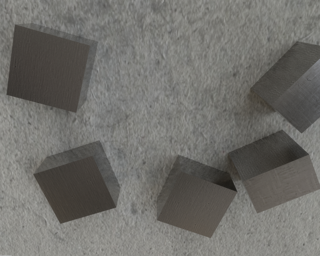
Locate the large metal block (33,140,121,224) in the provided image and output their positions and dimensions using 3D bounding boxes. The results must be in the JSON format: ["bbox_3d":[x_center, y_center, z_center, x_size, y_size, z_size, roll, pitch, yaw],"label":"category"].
[{"bbox_3d":[-0.109,0.073,0.422,0.080,0.050,0.080,-18,109,6],"label":"large metal block"}]

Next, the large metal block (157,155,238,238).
[{"bbox_3d":[0.048,0.095,0.432,0.080,0.050,0.079,21,109,-8],"label":"large metal block"}]

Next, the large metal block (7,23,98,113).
[{"bbox_3d":[-0.126,-0.072,0.368,0.081,0.050,0.079,15,109,-6],"label":"large metal block"}]

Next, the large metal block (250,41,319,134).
[{"bbox_3d":[0.164,-0.051,0.364,0.050,0.080,0.080,39,105,-14],"label":"large metal block"}]

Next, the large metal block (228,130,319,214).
[{"bbox_3d":[0.144,0.053,0.402,0.080,0.080,0.050,-24,109,8],"label":"large metal block"}]
